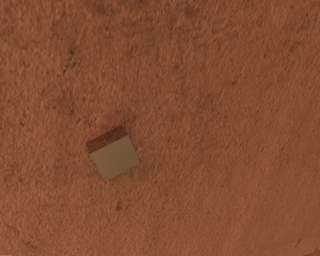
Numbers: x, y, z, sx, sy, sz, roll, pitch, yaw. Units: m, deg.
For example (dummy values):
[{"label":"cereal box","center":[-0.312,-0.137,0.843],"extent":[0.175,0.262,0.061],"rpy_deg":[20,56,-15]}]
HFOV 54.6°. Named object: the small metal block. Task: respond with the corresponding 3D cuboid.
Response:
[{"label":"small metal block","center":[-0.059,0.032,0.394],"extent":[0.050,0.025,0.050],"rpy_deg":[-27,128,-11]}]
